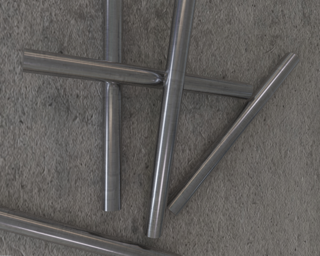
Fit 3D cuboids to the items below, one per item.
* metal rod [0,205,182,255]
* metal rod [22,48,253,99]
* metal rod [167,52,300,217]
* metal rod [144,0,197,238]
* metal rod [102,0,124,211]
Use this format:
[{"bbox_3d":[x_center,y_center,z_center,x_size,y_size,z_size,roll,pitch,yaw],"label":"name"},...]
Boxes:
[{"bbox_3d":[-0.108,0.128,0.369,0.302,0.025,0.025,23,83,-19],"label":"metal rod"},{"bbox_3d":[-0.006,-0.062,0.385,0.302,0.025,0.025,3,89,-28],"label":"metal rod"},{"bbox_3d":[0.110,0.001,0.449,0.025,0.025,0.300,45,76,-15],"label":"metal rod"},{"bbox_3d":[0.010,-0.007,0.378,0.025,0.025,0.298,4,102,-20],"label":"metal rod"},{"bbox_3d":[-0.059,-0.048,0.386,0.025,0.025,0.298,0,90,-20],"label":"metal rod"}]
